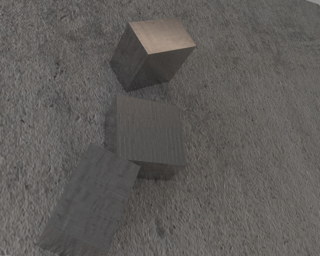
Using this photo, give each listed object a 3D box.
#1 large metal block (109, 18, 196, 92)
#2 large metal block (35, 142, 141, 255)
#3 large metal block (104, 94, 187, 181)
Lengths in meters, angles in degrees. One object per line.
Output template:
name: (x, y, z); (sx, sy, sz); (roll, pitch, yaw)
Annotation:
large metal block: (-0.012, -0.099, 0.423); (0.081, 0.080, 0.050); (-20, 73, -35)
large metal block: (-0.067, 0.073, 0.288); (0.050, 0.080, 0.080); (28, 52, -11)
large metal block: (-0.020, 0.014, 0.368); (0.081, 0.050, 0.080); (9, 58, -24)
